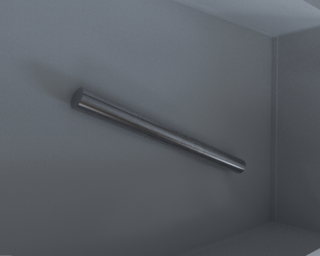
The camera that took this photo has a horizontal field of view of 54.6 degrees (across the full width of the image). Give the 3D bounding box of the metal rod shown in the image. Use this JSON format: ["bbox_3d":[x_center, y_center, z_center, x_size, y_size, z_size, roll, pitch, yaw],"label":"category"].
[{"bbox_3d":[0.021,0.016,0.421,0.302,0.025,0.025,23,75,-37],"label":"metal rod"}]
